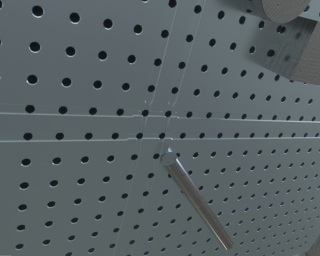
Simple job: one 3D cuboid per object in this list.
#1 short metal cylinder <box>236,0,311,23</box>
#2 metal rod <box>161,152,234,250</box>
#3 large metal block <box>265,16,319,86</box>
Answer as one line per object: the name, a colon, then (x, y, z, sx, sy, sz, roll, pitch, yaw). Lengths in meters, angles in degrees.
short metal cylinder: (0.136, -0.170, 0.366, 0.081, 0.050, 0.079, -14, 124, -21)
metal rod: (0.076, 0.141, 0.542, 0.025, 0.025, 0.299, -37, 130, -4)
large metal block: (0.213, -0.110, 0.446, 0.081, 0.050, 0.079, 3, 117, -30)
